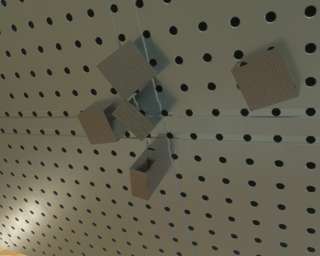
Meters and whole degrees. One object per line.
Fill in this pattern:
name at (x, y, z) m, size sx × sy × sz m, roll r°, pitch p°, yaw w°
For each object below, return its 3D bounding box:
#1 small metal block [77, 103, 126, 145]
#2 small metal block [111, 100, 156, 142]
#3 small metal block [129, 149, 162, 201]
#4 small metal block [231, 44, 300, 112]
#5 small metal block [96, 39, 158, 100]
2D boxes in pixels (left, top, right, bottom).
small metal block at (-0.085, -0.005, 0.451) m, size 0.050 × 0.025 × 0.050 m, roll -7°, pitch 115°, yaw 31°
small metal block at (-0.032, -0.010, 0.401) m, size 0.050 × 0.050 × 0.025 m, roll 43°, pitch 91°, yaw -2°
small metal block at (-0.019, 0.066, 0.444) m, size 0.025 × 0.050 × 0.050 m, roll 12°, pitch 123°, yaw 21°
small metal block at (0.110, -0.051, 0.321) m, size 0.050 × 0.025 × 0.050 m, roll -19°, pitch 109°, yaw 35°
small metal block at (-0.039, -0.068, 0.370) m, size 0.050 × 0.025 × 0.050 m, roll -39°, pitch 96°, yaw -1°
